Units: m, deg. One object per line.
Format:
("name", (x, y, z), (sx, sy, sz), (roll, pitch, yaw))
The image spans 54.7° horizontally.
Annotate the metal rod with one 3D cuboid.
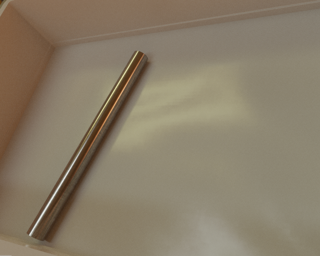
("metal rod", (-0.096, 0.014, 0.445), (0.025, 0.025, 0.300), (15, 69, 34))
